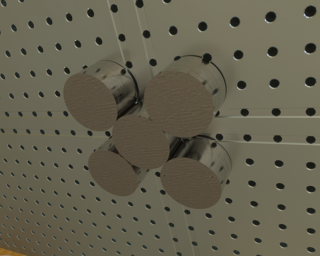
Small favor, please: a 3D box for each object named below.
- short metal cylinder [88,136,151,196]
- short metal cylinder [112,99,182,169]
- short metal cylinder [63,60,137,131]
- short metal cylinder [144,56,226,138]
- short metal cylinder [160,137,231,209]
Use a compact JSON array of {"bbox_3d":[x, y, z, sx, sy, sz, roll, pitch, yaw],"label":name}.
[{"bbox_3d":[-0.057,0.053,0.455,0.080,0.050,0.079,13,124,20],"label":"short metal cylinder"},{"bbox_3d":[-0.015,0.007,0.405,0.080,0.050,0.079,13,124,20],"label":"short metal cylinder"},{"bbox_3d":[-0.078,-0.042,0.407,0.080,0.050,0.079,13,124,20],"label":"short metal cylinder"},{"bbox_3d":[0.029,-0.036,0.354,0.080,0.050,0.079,13,124,20],"label":"short metal cylinder"},{"bbox_3d":[0.047,0.058,0.404,0.080,0.050,0.079,13,124,20],"label":"short metal cylinder"}]
